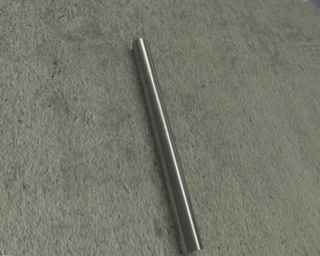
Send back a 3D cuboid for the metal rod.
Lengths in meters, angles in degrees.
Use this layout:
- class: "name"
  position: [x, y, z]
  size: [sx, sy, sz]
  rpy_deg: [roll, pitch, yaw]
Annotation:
- class: "metal rod"
  position: [0.003, 0.005, 0.405]
  size: [0.025, 0.025, 0.299]
  rpy_deg: [0, 62, -29]
